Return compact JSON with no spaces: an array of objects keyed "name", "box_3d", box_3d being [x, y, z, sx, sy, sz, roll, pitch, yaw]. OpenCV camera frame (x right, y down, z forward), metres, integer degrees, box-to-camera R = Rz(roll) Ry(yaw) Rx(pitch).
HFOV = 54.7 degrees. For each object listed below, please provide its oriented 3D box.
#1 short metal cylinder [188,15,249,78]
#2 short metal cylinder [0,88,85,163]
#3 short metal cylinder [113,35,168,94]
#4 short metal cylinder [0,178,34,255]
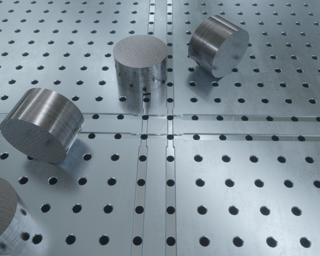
[{"name":"short metal cylinder","box_3d":[0.090,-0.125,0.477,0.081,0.080,0.050,-32,57,-24]},{"name":"short metal cylinder","box_3d":[-0.139,-0.002,0.372,0.080,0.080,0.050,12,51,9]},{"name":"short metal cylinder","box_3d":[-0.029,-0.098,0.473,0.081,0.050,0.080,0,50,0]},{"name":"short metal cylinder","box_3d":[-0.176,0.095,0.310,0.081,0.050,0.080,0,50,0]}]
